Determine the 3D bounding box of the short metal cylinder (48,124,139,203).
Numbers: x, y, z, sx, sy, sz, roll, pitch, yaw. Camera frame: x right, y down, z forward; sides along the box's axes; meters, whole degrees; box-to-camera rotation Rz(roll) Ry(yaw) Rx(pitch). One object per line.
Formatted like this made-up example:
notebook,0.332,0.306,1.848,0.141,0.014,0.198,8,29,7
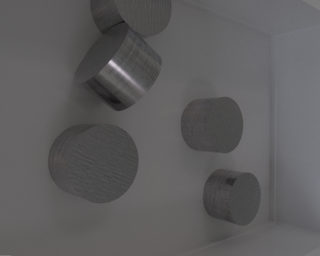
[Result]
short metal cylinder,-0.070,0.036,0.331,0.081,0.050,0.080,0,90,-40

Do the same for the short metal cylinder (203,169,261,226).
short metal cylinder,0.113,0.107,0.485,0.081,0.050,0.080,0,90,-40

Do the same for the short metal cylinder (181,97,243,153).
short metal cylinder,0.077,-0.004,0.455,0.081,0.050,0.080,0,90,-40

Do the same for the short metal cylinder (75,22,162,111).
short metal cylinder,-0.045,-0.065,0.333,0.050,0.080,0.080,39,66,-33

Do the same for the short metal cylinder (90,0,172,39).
short metal cylinder,-0.033,-0.143,0.362,0.081,0.050,0.080,0,90,-40
